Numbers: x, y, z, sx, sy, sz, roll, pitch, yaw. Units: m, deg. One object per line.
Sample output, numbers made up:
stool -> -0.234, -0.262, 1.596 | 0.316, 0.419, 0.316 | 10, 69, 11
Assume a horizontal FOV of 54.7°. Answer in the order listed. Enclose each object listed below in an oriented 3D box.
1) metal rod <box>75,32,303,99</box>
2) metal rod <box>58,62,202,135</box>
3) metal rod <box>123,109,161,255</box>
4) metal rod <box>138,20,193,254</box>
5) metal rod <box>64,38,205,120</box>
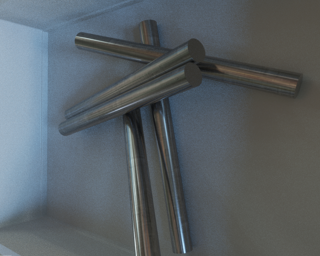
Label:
metal rod -> 0.010, -0.083, 0.372 | 0.300, 0.025, 0.025 | 19, 102, 30
metal rod -> -0.064, -0.026, 0.414 | 0.299, 0.025, 0.025 | -16, 80, 48
metal rod -> -0.022, 0.068, 0.349 | 0.025, 0.025, 0.300 | -42, 40, 32
metal rod -> 0.006, 0.005, 0.402 | 0.025, 0.025, 0.298 | -15, 81, 39
metal rod -> -0.058, -0.050, 0.422 | 0.299, 0.025, 0.025 | -16, 80, 49
